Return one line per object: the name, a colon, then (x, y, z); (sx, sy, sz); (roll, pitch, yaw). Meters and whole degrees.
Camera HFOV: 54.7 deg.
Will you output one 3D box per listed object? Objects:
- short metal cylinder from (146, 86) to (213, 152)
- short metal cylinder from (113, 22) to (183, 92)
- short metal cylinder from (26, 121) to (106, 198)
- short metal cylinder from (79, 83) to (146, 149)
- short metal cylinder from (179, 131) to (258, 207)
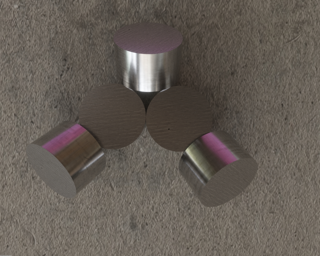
short metal cylinder: (0.023, -0.011, 0.398); (0.081, 0.050, 0.080); (0, 90, 0)
short metal cylinder: (-0.014, -0.088, 0.377); (0.081, 0.080, 0.050); (2, 133, 0)
short metal cylinder: (-0.113, 0.038, 0.376); (0.080, 0.080, 0.050); (46, 50, 0)
short metal cylinder: (-0.057, -0.014, 0.398); (0.081, 0.050, 0.080); (0, 90, 0)
short metal cylinder: (0.070, 0.050, 0.378); (0.080, 0.080, 0.050); (-37, 49, 0)
